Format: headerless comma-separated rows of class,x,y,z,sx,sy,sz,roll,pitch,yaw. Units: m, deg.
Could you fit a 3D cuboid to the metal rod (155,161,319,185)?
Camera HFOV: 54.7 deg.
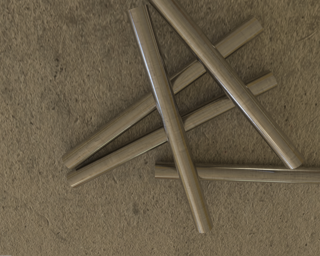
metal rod,0.144,0.064,0.434,0.302,0.025,0.025,2,110,-1

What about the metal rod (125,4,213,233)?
metal rod,0.018,0.004,0.383,0.025,0.025,0.298,-16,110,6

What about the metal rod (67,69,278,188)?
metal rod,0.009,0.006,0.411,0.301,0.025,0.025,-27,108,9

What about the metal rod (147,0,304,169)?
metal rod,0.074,-0.061,0.359,0.025,0.025,0.300,-40,106,13

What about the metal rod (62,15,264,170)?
metal rod,-0.005,-0.038,0.395,0.300,0.025,0.025,-35,107,12
